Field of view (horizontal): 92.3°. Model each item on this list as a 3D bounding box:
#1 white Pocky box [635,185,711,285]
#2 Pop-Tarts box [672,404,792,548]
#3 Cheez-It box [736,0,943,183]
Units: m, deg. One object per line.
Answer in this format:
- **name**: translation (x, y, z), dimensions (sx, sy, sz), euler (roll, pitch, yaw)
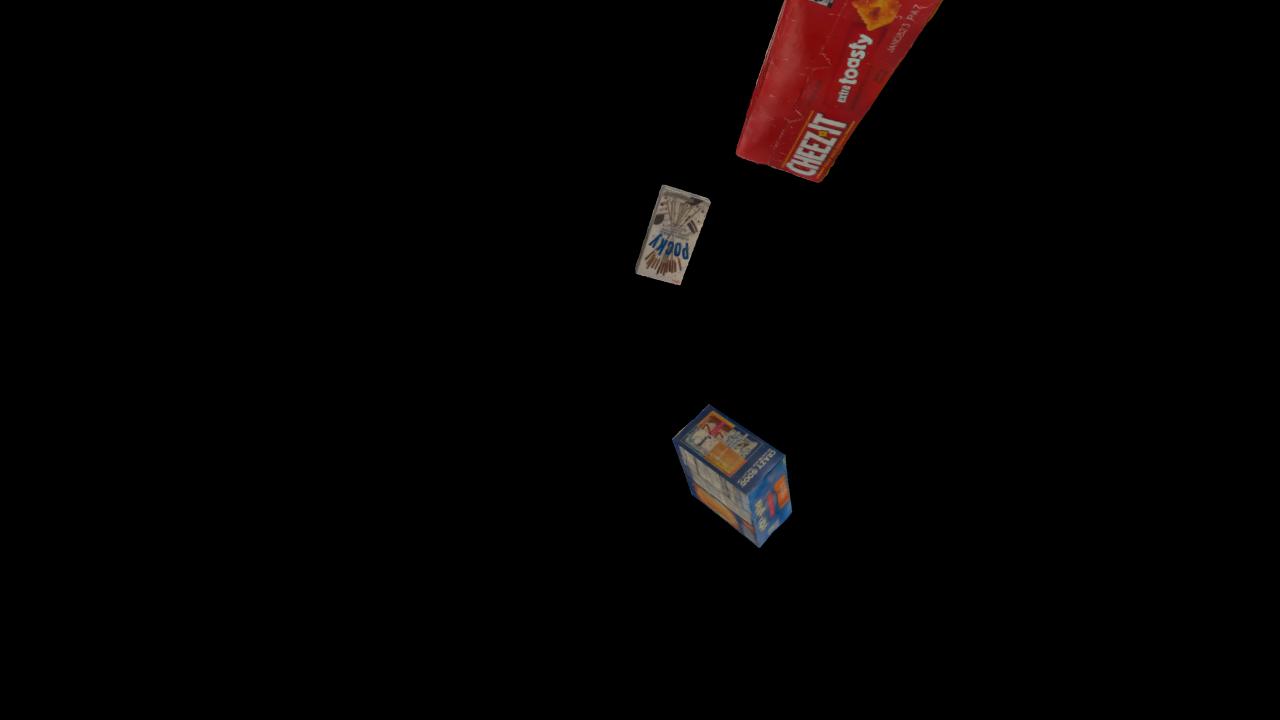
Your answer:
- **white Pocky box**: translation (0.053, -0.207, 1.029), dimensions (0.084, 0.154, 0.028), euler (13, 27, -13)
- **Pop-Tarts box**: translation (0.137, 0.169, 0.893), dimensions (0.083, 0.167, 0.141), euler (-42, 51, -18)
- **Cheez-It box**: translation (0.132, -0.246, 0.362), dimensions (0.071, 0.223, 0.166), euler (19, -15, 3)
